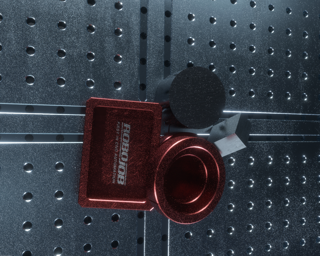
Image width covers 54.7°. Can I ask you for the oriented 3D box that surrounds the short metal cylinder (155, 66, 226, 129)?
[{"bbox_3d":[0.040,-0.038,0.415,0.081,0.050,0.079,0,90,-21],"label":"short metal cylinder"}]

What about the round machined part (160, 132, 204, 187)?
[{"bbox_3d":[0.035,0.054,0.416,0.099,0.042,0.097,0,90,-21],"label":"round machined part"}]

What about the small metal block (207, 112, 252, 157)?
[{"bbox_3d":[0.094,0.011,0.425,0.025,0.050,0.050,49,40,-14],"label":"small metal block"}]

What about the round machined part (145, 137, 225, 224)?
[{"bbox_3d":[0.026,0.058,0.363,0.099,0.042,0.097,-1,93,-31],"label":"round machined part"}]

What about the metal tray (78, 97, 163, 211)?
[{"bbox_3d":[-0.048,0.032,0.381,0.091,0.030,0.129,5,88,-6],"label":"metal tray"}]
